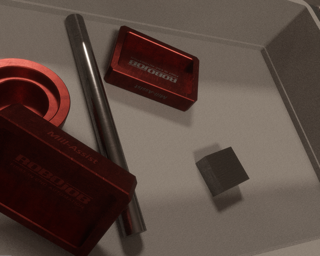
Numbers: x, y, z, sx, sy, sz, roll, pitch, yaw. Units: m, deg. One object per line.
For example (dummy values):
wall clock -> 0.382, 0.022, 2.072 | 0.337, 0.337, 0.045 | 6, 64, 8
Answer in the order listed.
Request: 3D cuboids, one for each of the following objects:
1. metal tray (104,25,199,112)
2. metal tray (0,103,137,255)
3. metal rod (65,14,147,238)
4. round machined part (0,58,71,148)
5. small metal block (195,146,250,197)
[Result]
metal tray -> -0.008, -0.086, 0.452 | 0.131, 0.030, 0.090 | 19, 54, -17
metal tray -> -0.099, 0.050, 0.279 | 0.130, 0.090, 0.030 | 34, 21, -7
metal rod -> -0.073, -0.020, 0.379 | 0.025, 0.025, 0.299 | -6, 65, -31
round machined part -> -0.149, -0.022, 0.328 | 0.099, 0.042, 0.098 | 14, 56, -21
small metal block -> 0.084, 0.058, 0.418 | 0.050, 0.025, 0.050 | -15, 70, -35
